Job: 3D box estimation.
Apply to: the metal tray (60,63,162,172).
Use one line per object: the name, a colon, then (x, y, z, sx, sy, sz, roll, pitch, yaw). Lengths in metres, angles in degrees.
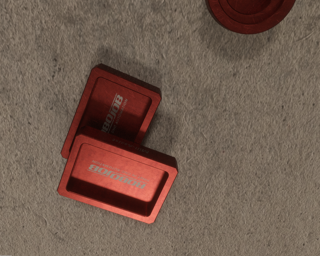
metal tray: (-0.064, -0.007, 0.403, 0.090, 0.030, 0.129, 23, 108, -9)

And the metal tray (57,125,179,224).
metal tray: (-0.053, 0.061, 0.396, 0.131, 0.030, 0.089, 21, 109, -8)

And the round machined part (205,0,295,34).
round machined part: (0.098, -0.156, 0.345, 0.099, 0.042, 0.097, 0, 110, -1)
